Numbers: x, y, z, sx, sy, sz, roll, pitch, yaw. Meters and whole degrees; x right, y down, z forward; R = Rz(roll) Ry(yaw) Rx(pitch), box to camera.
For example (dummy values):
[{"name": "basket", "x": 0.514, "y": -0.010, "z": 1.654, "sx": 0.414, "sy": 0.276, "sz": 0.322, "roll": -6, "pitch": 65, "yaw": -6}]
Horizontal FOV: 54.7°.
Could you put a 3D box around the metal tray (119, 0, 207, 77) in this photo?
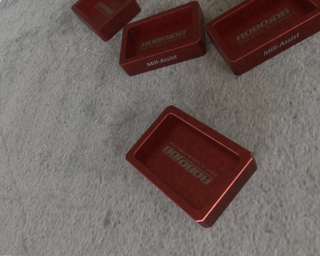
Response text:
[{"name": "metal tray", "x": 0.003, "y": -0.138, "z": 0.482, "sx": 0.130, "sy": 0.030, "sz": 0.090, "roll": -12, "pitch": 57, "yaw": 21}]

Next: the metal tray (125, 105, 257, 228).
[{"name": "metal tray", "x": 0.032, "y": 0.038, "z": 0.359, "sx": 0.130, "sy": 0.030, "sz": 0.090, "roll": 35, "pitch": 81, "yaw": 38}]

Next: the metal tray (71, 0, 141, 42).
[{"name": "metal tray", "x": -0.106, "y": -0.228, "z": 0.593, "sx": 0.090, "sy": 0.030, "sz": 0.130, "roll": -43, "pitch": 51, "yaw": -2}]

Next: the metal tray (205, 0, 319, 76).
[{"name": "metal tray", "x": 0.137, "y": -0.137, "z": 0.412, "sx": 0.130, "sy": 0.030, "sz": 0.090, "roll": -29, "pitch": 52, "yaw": 9}]
